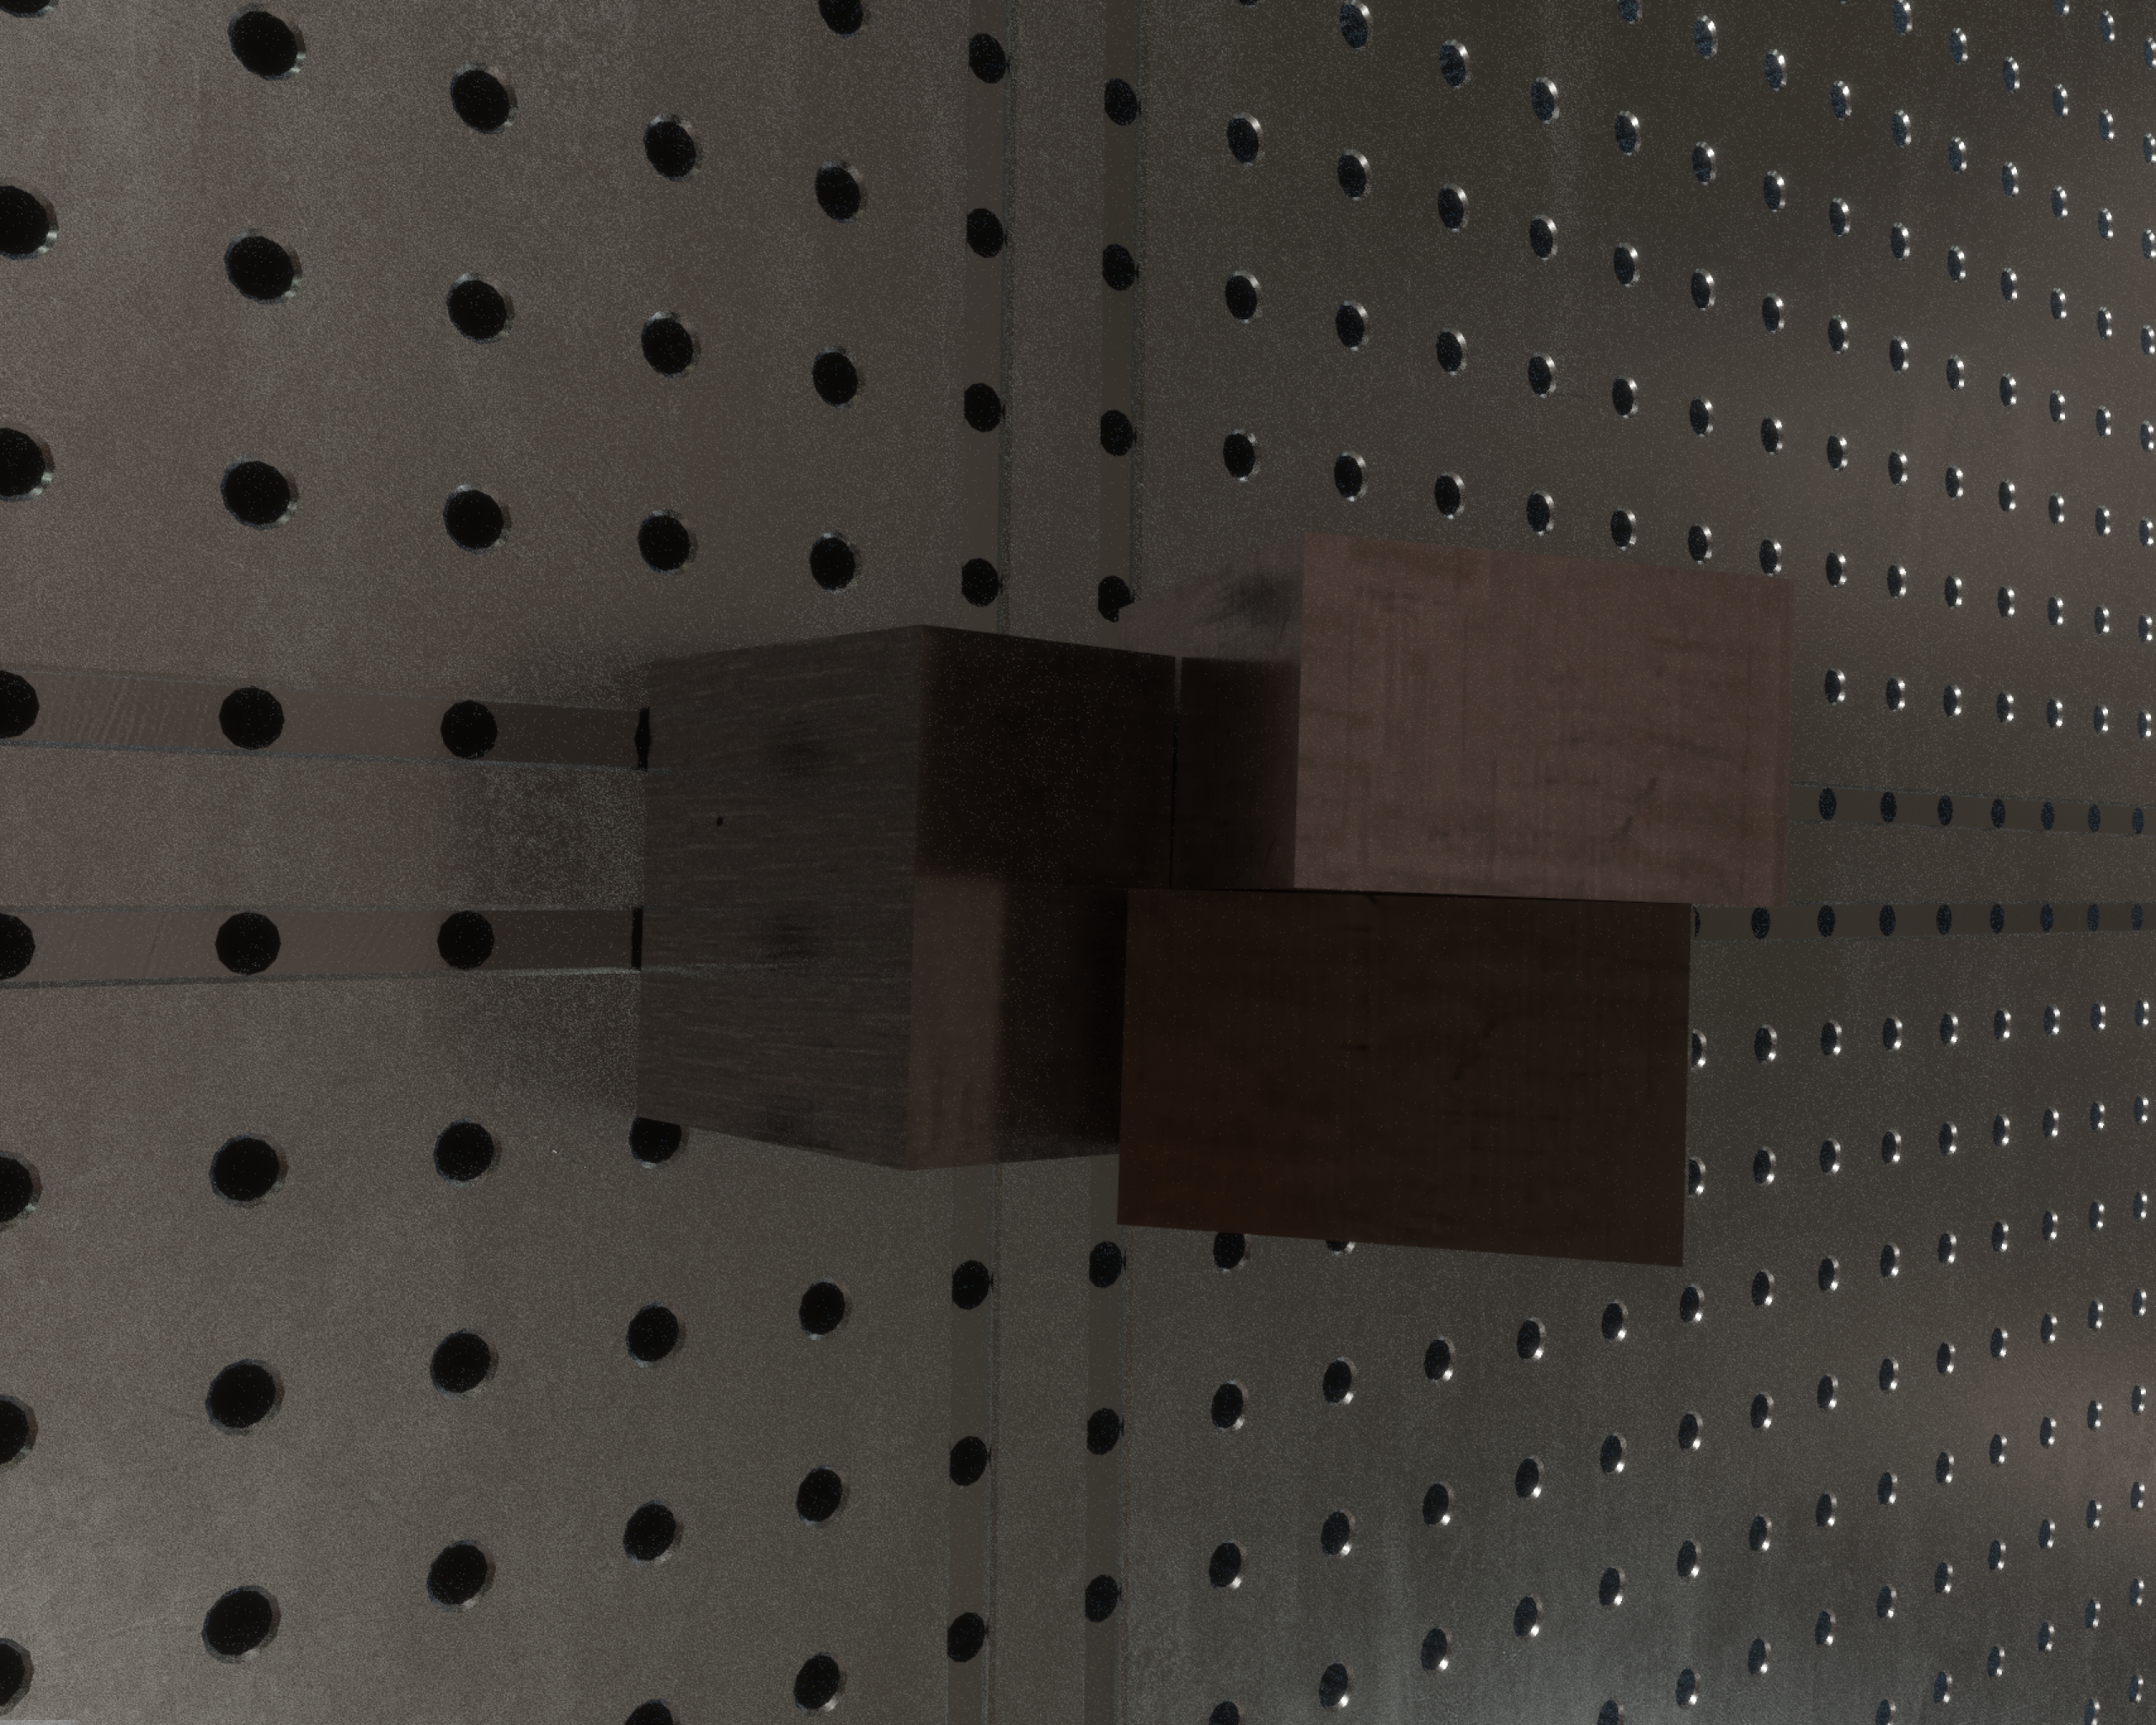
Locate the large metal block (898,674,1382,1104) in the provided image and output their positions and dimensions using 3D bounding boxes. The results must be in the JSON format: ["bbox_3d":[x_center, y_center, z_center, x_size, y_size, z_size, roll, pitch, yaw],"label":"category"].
[{"bbox_3d":[0.012,0.005,0.403,0.081,0.050,0.080,3,88,-40],"label":"large metal block"}]

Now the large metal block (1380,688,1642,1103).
[{"bbox_3d":[0.071,0.008,0.435,0.050,0.080,0.080,5,87,-40],"label":"large metal block"}]

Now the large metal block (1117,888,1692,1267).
[{"bbox_3d":[0.057,0.031,0.336,0.080,0.080,0.050,8,84,-73],"label":"large metal block"}]

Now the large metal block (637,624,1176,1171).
[{"bbox_3d":[-0.031,0.005,0.350,0.050,0.080,0.079,2,89,-40],"label":"large metal block"}]

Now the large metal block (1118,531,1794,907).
[{"bbox_3d":[0.057,-0.019,0.340,0.081,0.080,0.050,2,88,-18],"label":"large metal block"}]
